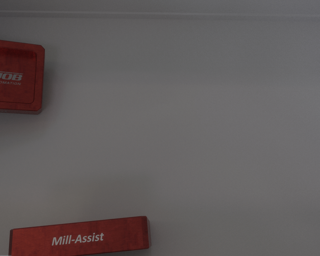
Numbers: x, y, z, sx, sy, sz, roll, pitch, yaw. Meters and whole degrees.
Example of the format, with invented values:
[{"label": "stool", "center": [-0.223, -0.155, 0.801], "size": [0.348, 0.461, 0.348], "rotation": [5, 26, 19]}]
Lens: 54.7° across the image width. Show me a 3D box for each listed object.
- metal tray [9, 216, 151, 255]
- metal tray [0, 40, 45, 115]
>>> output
[{"label": "metal tray", "center": [-0.077, 0.118, 0.331], "size": [0.131, 0.090, 0.030], "rotation": [-5, 70, -2]}, {"label": "metal tray", "center": [-0.220, -0.067, 0.398], "size": [0.131, 0.030, 0.090], "rotation": [3, 82, -20]}]
